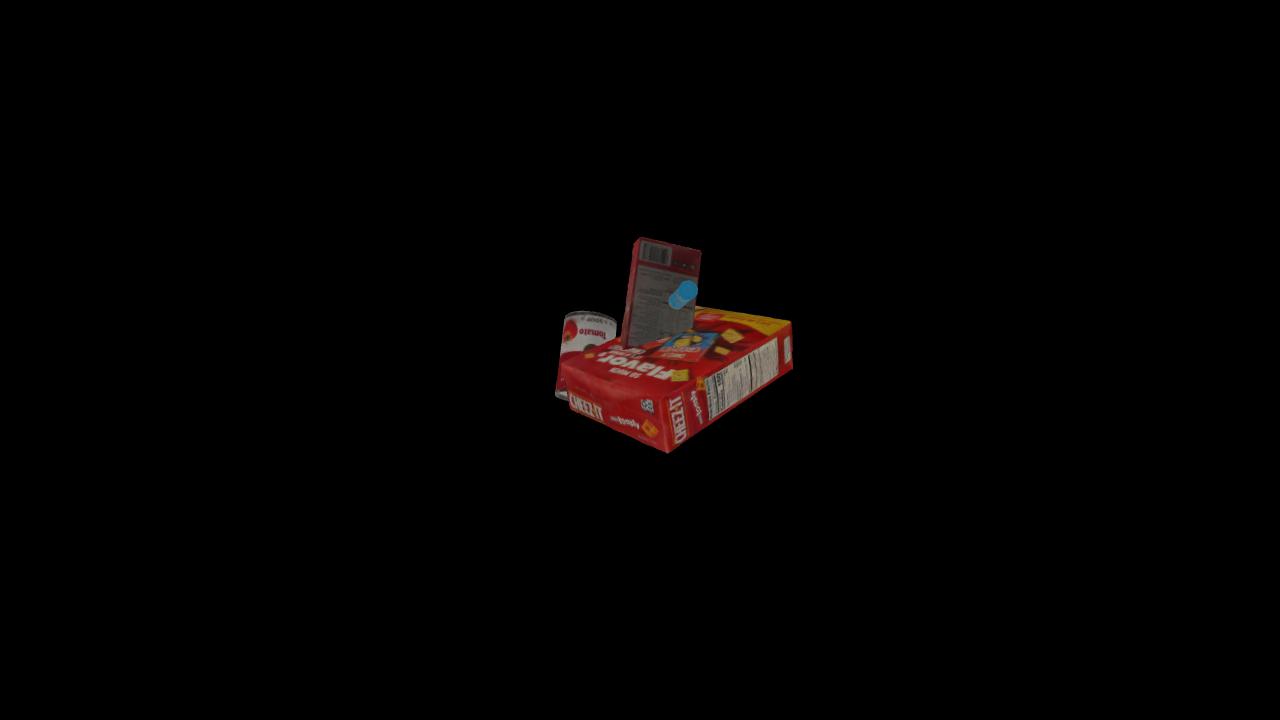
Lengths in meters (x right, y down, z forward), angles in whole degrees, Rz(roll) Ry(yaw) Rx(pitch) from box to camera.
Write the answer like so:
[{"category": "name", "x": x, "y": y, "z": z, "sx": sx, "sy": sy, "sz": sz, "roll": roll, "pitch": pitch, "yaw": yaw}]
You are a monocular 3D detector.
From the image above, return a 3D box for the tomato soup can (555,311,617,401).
[{"category": "tomato soup can", "x": -0.065, "y": -0.002, "z": 0.753, "sx": 0.068, "sy": 0.101, "sz": 0.068, "roll": 5, "pitch": -16, "yaw": 1}]

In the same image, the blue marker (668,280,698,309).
[{"category": "blue marker", "x": 0.044, "y": -0.066, "z": 0.638, "sx": 0.020, "sy": 0.020, "sz": 0.121, "roll": 0, "pitch": 0, "yaw": -2}]

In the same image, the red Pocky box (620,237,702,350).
[{"category": "red Pocky box", "x": 0.024, "y": -0.062, "z": 0.728, "sx": 0.083, "sy": 0.155, "sz": 0.028, "roll": 10, "pitch": -9, "yaw": -17}]

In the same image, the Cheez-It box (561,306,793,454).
[{"category": "Cheez-It box", "x": 0.047, "y": 0.008, "z": 0.713, "sx": 0.223, "sy": 0.071, "sz": 0.166, "roll": -27, "pitch": 29, "yaw": -36}]
